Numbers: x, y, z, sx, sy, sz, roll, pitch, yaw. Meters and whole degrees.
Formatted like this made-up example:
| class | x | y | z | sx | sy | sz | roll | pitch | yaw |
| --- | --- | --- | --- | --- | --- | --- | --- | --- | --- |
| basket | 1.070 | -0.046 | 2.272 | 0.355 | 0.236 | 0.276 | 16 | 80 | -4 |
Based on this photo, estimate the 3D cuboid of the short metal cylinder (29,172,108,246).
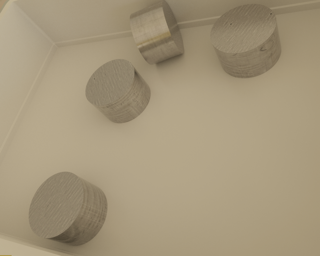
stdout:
| class | x | y | z | sx | sy | sz | roll | pitch | yaw |
| --- | --- | --- | --- | --- | --- | --- | --- | --- | --- |
| short metal cylinder | -0.114 | 0.101 | 0.388 | 0.080 | 0.050 | 0.080 | -13 | 56 | 21 |

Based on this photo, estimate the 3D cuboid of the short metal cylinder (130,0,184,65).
| class | x | y | z | sx | sy | sz | roll | pitch | yaw |
| --- | --- | --- | --- | --- | --- | --- | --- | --- | --- |
| short metal cylinder | -0.003 | -0.140 | 0.458 | 0.050 | 0.080 | 0.080 | -17 | 55 | 18 |

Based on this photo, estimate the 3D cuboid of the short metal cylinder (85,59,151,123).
| class | x | y | z | sx | sy | sz | roll | pitch | yaw |
| --- | --- | --- | --- | --- | --- | --- | --- | --- | --- |
| short metal cylinder | -0.061 | -0.054 | 0.455 | 0.080 | 0.050 | 0.080 | -13 | 56 | 21 |

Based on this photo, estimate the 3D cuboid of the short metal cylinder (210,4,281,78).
| class | x | y | z | sx | sy | sz | roll | pitch | yaw |
| --- | --- | --- | --- | --- | --- | --- | --- | --- | --- |
| short metal cylinder | 0.111 | -0.111 | 0.400 | 0.080 | 0.050 | 0.080 | -13 | 56 | 21 |
